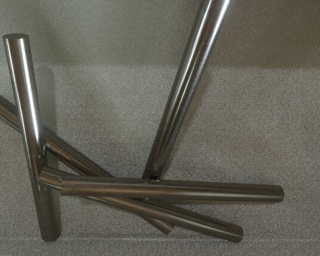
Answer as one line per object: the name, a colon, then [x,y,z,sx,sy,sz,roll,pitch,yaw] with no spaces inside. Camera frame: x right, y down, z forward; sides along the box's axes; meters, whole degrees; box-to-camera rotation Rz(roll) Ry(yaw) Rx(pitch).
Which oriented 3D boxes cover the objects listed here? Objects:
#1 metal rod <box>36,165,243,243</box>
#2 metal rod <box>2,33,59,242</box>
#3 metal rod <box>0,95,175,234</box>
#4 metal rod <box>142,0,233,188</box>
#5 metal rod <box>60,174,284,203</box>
metal rod: [-0.015,0.110,0.429,0.302,0.025,0.025,21,109,-17]
metal rod: [-0.158,0.033,0.395,0.025,0.025,0.298,3,120,-2]
metal rod: [-0.099,0.058,0.431,0.301,0.025,0.025,39,105,-14]
metal rod: [0.016,-0.015,0.349,0.025,0.025,0.298,14,131,-6]
metal rod: [0.028,0.082,0.409,0.302,0.025,0.025,6,111,-16]
